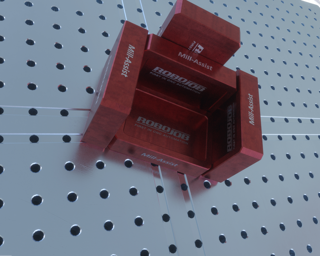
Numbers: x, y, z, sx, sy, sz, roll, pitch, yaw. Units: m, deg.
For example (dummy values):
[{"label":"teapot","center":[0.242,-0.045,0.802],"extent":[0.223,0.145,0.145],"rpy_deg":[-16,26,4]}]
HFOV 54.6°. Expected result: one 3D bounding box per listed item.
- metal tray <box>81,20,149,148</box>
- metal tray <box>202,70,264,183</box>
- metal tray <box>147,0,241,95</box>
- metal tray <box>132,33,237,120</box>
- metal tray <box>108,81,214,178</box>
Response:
[{"label":"metal tray","center":[-0.053,-0.052,0.369],"extent":[0.030,0.090,0.130],"rpy_deg":[20,54,-17]},{"label":"metal tray","center":[0.094,-0.003,0.417],"extent":[0.030,0.090,0.130],"rpy_deg":[20,54,-17]},{"label":"metal tray","center":[0.034,-0.097,0.417],"extent":[0.090,0.129,0.030],"rpy_deg":[21,54,-16]},{"label":"metal tray","center":[0.025,-0.062,0.417],"extent":[0.131,0.090,0.030],"rpy_deg":[20,55,-17]},{"label":"metal tray","center":[0.006,0.002,0.405],"extent":[0.131,0.030,0.090],"rpy_deg":[20,54,-17]}]
